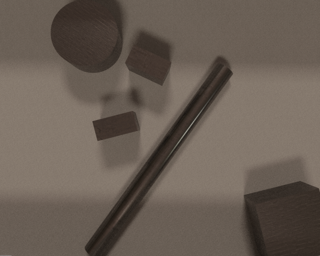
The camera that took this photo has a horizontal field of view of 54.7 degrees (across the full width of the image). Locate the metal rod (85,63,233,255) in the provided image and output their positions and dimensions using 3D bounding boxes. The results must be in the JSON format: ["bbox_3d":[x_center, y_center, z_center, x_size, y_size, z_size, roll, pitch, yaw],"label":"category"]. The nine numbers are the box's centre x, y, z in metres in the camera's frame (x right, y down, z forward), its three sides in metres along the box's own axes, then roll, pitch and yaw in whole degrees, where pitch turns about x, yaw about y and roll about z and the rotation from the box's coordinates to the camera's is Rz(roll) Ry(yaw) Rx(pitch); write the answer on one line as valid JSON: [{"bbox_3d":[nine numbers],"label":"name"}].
[{"bbox_3d":[-0.001,0.043,0.411,0.025,0.025,0.299,36,90,-1],"label":"metal rod"}]

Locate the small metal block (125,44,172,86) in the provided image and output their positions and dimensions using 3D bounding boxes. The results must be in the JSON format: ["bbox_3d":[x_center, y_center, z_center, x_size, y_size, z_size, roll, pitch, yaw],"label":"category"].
[{"bbox_3d":[-0.014,-0.079,0.399,0.050,0.050,0.025,25,90,-1],"label":"small metal block"}]

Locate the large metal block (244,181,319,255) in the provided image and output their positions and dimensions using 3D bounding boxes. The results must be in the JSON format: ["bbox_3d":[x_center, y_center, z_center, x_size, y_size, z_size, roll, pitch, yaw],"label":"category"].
[{"bbox_3d":[0.164,0.121,0.401,0.080,0.050,0.080,-14,90,-1],"label":"large metal block"}]

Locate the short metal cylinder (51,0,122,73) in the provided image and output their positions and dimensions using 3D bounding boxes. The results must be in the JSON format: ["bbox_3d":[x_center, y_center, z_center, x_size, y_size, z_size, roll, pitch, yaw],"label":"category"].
[{"bbox_3d":[-0.091,-0.115,0.398,0.081,0.050,0.079,0,90,-1],"label":"short metal cylinder"}]

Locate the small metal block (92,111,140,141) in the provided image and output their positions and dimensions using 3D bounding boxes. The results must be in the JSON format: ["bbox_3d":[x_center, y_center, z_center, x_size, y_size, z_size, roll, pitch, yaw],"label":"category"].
[{"bbox_3d":[-0.054,-0.003,0.398,0.050,0.050,0.025,-14,90,0],"label":"small metal block"}]
